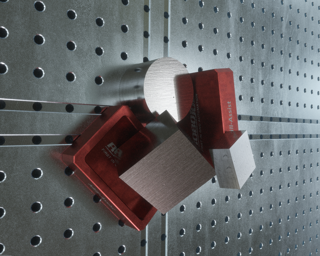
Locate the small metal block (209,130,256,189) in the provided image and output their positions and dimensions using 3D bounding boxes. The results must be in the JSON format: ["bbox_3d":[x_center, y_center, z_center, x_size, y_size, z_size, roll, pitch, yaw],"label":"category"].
[{"bbox_3d":[0.086,0.036,0.360,0.050,0.025,0.050,-35,113,-47],"label":"small metal block"}]

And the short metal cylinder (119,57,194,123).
[{"bbox_3d":[-0.004,-0.045,0.391,0.081,0.050,0.079,0,90,-40],"label":"short metal cylinder"}]

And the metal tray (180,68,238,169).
[{"bbox_3d":[0.059,-0.010,0.418,0.030,0.090,0.129,-12,98,-40],"label":"metal tray"}]

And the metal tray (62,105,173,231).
[{"bbox_3d":[-0.040,0.048,0.373,0.090,0.030,0.130,-51,120,-28],"label":"metal tray"}]

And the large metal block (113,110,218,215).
[{"bbox_3d":[0.006,0.040,0.359,0.080,0.050,0.080,-39,121,6],"label":"large metal block"}]
